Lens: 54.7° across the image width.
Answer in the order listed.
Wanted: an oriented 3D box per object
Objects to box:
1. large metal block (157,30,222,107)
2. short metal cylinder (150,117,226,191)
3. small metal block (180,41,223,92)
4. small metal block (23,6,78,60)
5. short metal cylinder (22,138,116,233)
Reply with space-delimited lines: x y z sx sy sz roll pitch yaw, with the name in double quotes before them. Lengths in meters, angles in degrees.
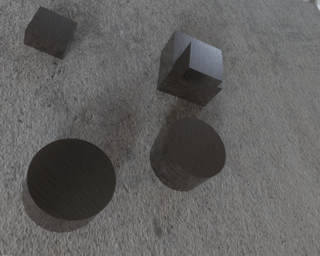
"large metal block" 0.045 -0.089 0.468 0.081 0.050 0.080 18 54 -18
"short metal cylinder" 0.034 0.033 0.388 0.081 0.050 0.080 14 56 -21
"small metal block" 0.057 -0.084 0.424 0.050 0.025 0.050 19 54 -18
"small metal block" -0.142 -0.124 0.404 0.050 0.025 0.050 22 54 -16
"short metal cylinder" -0.090 0.057 0.305 0.081 0.050 0.080 14 56 -21
